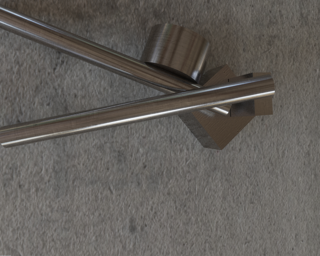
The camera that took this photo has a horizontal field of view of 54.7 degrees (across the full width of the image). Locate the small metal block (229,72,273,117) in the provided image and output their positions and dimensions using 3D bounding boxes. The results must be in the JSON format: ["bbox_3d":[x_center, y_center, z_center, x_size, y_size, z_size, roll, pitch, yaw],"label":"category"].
[{"bbox_3d":[0.111,-0.040,0.383,0.025,0.050,0.050,-4,92,-20],"label":"small metal block"}]

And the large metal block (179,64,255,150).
[{"bbox_3d":[0.075,-0.028,0.424,0.080,0.050,0.080,-43,103,-14],"label":"large metal block"}]

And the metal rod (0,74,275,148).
[{"bbox_3d":[-0.026,-0.019,0.345,0.302,0.025,0.025,-11,94,1],"label":"metal rod"}]

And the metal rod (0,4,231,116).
[{"bbox_3d":[-0.057,-0.078,0.359,0.302,0.025,0.025,21,83,-8],"label":"metal rod"}]

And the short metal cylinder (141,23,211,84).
[{"bbox_3d":[0.018,-0.087,0.390,0.080,0.080,0.050,22,83,-19],"label":"short metal cylinder"}]
